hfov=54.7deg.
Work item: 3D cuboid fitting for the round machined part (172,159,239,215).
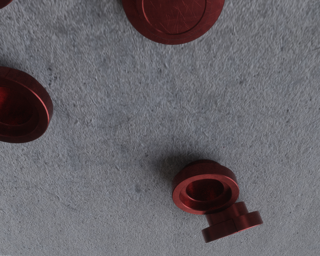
[{"bbox_3d":[0.067,0.086,0.469,0.099,0.042,0.097,0,130,0],"label":"round machined part"}]

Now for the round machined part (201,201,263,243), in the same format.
[{"bbox_3d":[0.114,0.152,0.507,0.099,0.042,0.098,-16,158,-7],"label":"round machined part"}]

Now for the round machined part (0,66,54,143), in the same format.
[{"bbox_3d":[-0.177,-0.031,0.368,0.099,0.042,0.097,0,130,0],"label":"round machined part"}]

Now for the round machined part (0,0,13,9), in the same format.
[{"bbox_3d":[-0.171,-0.149,0.268,0.099,0.042,0.097,0,130,0],"label":"round machined part"}]

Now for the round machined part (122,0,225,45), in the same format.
[{"bbox_3d":[0.013,-0.123,0.291,0.099,0.042,0.097,0,130,0],"label":"round machined part"}]
